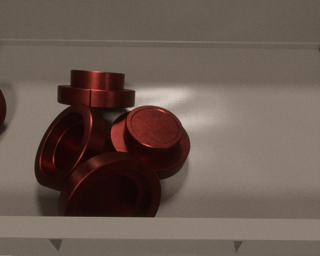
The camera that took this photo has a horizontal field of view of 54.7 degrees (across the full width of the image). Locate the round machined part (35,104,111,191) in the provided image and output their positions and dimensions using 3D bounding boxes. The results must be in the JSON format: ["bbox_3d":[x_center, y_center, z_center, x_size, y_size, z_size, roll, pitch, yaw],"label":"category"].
[{"bbox_3d":[-0.094,0.025,0.351,0.098,0.042,0.098,-23,51,32],"label":"round machined part"}]

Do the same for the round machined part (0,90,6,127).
[{"bbox_3d":[-0.253,-0.026,0.389,0.042,0.098,0.098,-18,39,37],"label":"round machined part"}]

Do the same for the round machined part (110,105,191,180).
[{"bbox_3d":[-0.010,0.010,0.372,0.099,0.042,0.098,9,45,-9],"label":"round machined part"}]

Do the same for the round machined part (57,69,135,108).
[{"bbox_3d":[-0.081,-0.052,0.403,0.099,0.042,0.098,4,9,0],"label":"round machined part"}]

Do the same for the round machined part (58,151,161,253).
[{"bbox_3d":[-0.051,0.069,0.307,0.099,0.097,0.042,-29,30,-22],"label":"round machined part"}]
